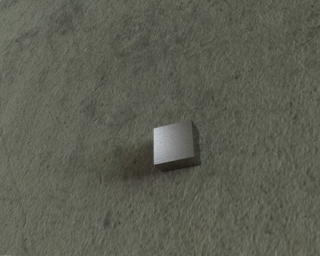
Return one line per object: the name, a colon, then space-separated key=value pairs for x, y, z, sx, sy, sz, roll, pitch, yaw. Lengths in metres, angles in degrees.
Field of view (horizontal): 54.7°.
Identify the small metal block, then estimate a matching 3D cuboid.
small metal block: x=0.021 y=0.022 z=0.378 sx=0.050 sy=0.025 sz=0.050 roll=-14 pitch=56 yaw=20
